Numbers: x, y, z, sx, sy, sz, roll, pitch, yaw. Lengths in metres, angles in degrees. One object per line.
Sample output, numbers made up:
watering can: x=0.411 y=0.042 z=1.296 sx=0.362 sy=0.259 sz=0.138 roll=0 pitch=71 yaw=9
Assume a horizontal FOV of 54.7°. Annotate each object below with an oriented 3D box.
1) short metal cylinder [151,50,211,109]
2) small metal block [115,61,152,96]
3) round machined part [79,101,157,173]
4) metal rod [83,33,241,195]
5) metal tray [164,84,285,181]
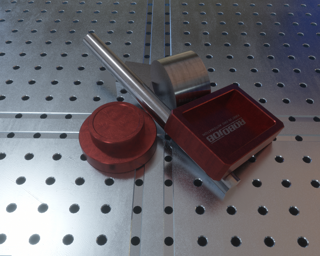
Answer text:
short metal cylinder: x=0.026 y=-0.060 z=0.422 sx=0.050 sy=0.080 sz=0.080 roll=-20 pitch=53 yaw=-16
small metal block: x=-0.034 y=-0.073 z=0.469 sx=0.050 sy=0.025 sz=0.050 roll=10 pitch=51 yaw=8
round machined part: x=-0.053 y=0.004 z=0.391 sx=0.099 sy=0.042 sz=0.098 roll=0 pitch=50 yaw=0
metal rod: x=-0.011 y=-0.033 z=0.413 sx=0.025 sy=0.025 sz=0.300 roll=-33 pitch=65 yaw=-24
metal tray: x=0.081 y=-0.001 z=0.379 sx=0.131 sy=0.030 sz=0.090 roll=-25 pitch=61 yaw=-39
